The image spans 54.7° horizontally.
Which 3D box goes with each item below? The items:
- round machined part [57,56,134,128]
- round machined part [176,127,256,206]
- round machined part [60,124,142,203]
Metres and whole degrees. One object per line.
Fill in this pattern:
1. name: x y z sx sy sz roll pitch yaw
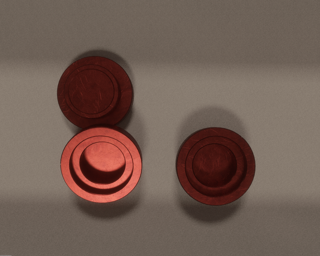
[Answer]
1. round machined part: -0.085 -0.045 0.402 0.099 0.042 0.097 0 90 -1
2. round machined part: 0.069 0.047 0.404 0.099 0.042 0.097 0 90 -1
3. round machined part: -0.072 0.042 0.396 0.099 0.042 0.097 -1 102 -3
